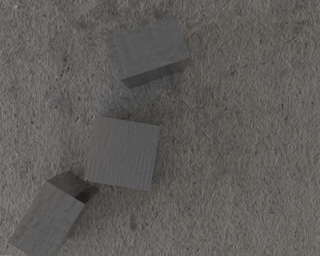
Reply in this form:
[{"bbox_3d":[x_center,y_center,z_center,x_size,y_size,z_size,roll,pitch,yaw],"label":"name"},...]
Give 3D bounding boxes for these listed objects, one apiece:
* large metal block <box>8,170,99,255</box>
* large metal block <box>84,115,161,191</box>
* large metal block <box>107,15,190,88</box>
[{"bbox_3d":[-0.125,0.105,0.381,0.050,0.080,0.080,32,90,0],"label":"large metal block"},{"bbox_3d":[-0.045,0.030,0.397,0.080,0.050,0.080,9,90,0],"label":"large metal block"},{"bbox_3d":[-0.013,-0.090,0.382,0.080,0.080,0.050,-18,90,0],"label":"large metal block"}]
